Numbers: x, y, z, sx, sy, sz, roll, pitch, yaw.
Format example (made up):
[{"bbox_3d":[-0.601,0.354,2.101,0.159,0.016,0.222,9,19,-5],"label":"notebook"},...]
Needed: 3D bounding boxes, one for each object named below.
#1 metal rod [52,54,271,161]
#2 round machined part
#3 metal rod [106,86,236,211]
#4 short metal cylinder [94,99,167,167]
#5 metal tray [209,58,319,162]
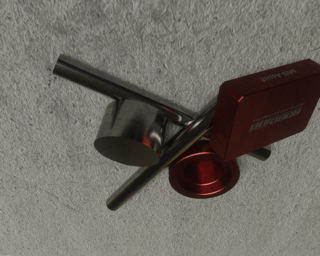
[{"bbox_3d":[0.017,-0.018,0.394,0.302,0.025,0.025,22,127,-18],"label":"metal rod"},{"bbox_3d":[0.061,0.055,0.445,0.099,0.042,0.097,0,130,0],"label":"round machined part"},{"bbox_3d":[0.003,0.042,0.422,0.025,0.025,0.298,26,132,-21],"label":"metal rod"},{"bbox_3d":[-0.035,0.008,0.382,0.080,0.050,0.080,10,151,6],"label":"short metal cylinder"},{"bbox_3d":[0.123,-0.021,0.352,0.131,0.030,0.089,-17,134,-23],"label":"metal tray"}]
